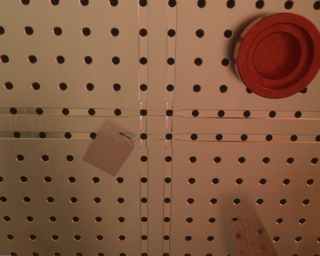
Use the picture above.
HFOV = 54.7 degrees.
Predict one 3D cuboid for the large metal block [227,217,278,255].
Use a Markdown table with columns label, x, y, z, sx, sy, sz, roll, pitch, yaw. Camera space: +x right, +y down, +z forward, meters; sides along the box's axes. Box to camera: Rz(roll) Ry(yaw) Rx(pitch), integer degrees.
| label | x | y | z | sx | sy | sz | roll | pitch | yaw |
| --- | --- | --- | --- | --- | --- | --- | --- | --- | --- |
| large metal block | 0.134 | 0.192 | 0.456 | 0.050 | 0.080 | 0.079 | -6 | 110 | 2 |

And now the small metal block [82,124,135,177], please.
| label | x | y | z | sx | sy | sz | roll | pitch | yaw |
| --- | --- | --- | --- | --- | --- | --- | --- | --- | --- |
| small metal block | -0.070 | 0.031 | 0.424 | 0.050 | 0.025 | 0.050 | 30 | 107 | -11 |

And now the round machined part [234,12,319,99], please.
| label | x | y | z | sx | sy | sz | roll | pitch | yaw |
| --- | --- | --- | --- | --- | --- | --- | --- | --- | --- |
| round machined part | 0.138 | -0.088 | 0.373 | 0.099 | 0.042 | 0.097 | 0 | 110 | 0 |
